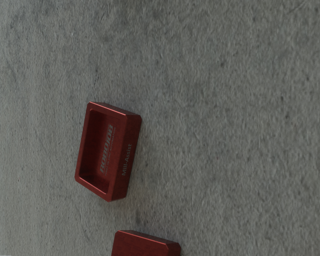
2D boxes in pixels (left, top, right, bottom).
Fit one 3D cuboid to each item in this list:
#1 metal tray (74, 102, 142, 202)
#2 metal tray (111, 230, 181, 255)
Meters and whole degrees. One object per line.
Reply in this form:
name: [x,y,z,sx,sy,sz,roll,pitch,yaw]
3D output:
metal tray: [-0.081,0.033,0.465,0.090,0.030,0.129,20,103,37]
metal tray: [-0.027,0.207,0.399,0.090,0.030,0.129,1,76,37]
